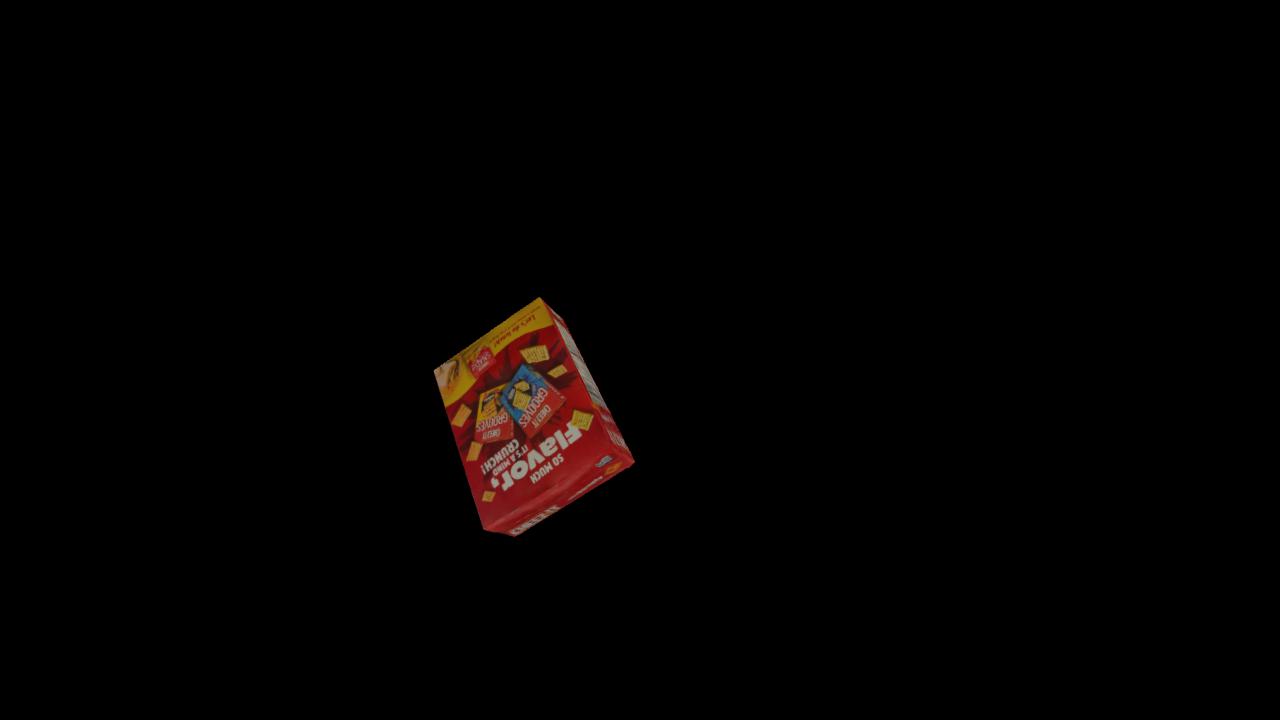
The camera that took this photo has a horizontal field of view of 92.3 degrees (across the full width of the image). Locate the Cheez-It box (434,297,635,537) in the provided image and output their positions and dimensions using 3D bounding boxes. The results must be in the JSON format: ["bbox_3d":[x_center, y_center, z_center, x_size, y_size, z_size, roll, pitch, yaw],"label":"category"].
[{"bbox_3d":[-0.128,0.062,0.706,0.166,0.223,0.071,-34,-31,7],"label":"Cheez-It box"}]
